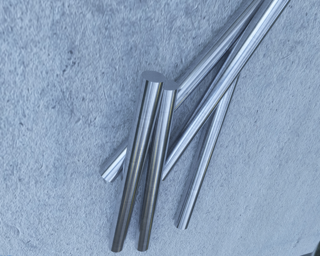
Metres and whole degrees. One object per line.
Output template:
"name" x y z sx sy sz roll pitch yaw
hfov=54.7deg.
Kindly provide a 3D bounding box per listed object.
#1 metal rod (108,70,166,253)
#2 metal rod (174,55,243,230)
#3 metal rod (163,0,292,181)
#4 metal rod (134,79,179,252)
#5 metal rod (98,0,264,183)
"metal rod" -0.037 0.066 0.397 0.025 0.025 0.298 -5 130 -26
"metal rod" 0.068 0.033 0.464 0.025 0.025 0.298 -1 119 -28
"metal rod" 0.073 -0.050 0.394 0.025 0.025 0.298 17 116 -35
"metal rod" -0.011 0.073 0.423 0.025 0.025 0.298 -9 129 -24
"metal rod" 0.028 -0.049 0.391 0.299 0.025 0.025 -49 129 6
